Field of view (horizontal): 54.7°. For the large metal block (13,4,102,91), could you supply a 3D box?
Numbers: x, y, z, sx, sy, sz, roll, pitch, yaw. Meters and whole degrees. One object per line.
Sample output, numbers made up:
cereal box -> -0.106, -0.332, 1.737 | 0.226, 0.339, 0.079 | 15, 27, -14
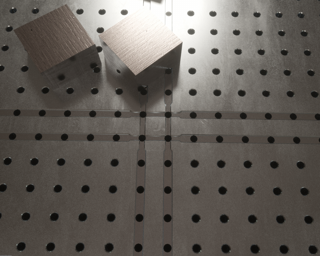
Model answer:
large metal block -> -0.142, -0.114, 0.438 | 0.080, 0.050, 0.080 | -32, 74, -11

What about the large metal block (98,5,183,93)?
large metal block -> -0.026, -0.112, 0.439 | 0.080, 0.050, 0.080 | -38, 75, -13
